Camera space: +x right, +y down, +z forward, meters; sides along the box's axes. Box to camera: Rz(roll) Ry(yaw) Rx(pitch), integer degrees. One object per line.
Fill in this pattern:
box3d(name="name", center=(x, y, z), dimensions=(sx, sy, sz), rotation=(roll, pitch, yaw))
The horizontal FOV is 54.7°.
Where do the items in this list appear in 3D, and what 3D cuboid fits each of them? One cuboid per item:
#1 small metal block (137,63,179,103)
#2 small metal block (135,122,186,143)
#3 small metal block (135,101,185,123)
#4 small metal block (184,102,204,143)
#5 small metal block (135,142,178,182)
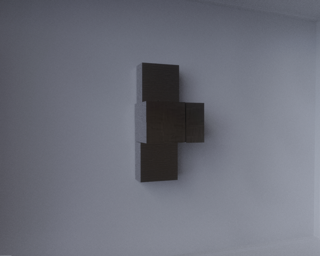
box3d(name="small metal block", center=(-0.003, -0.057, 0.407), dimensions=(0.050, 0.025, 0.050), rotation=(0, 90, -20))
box3d(name="small metal block", center=(-0.001, 0.005, 0.395), dimensions=(0.050, 0.050, 0.025), rotation=(0, 90, -20))
box3d(name="small metal block", center=(-0.001, -0.019, 0.395), dimensions=(0.050, 0.050, 0.025), rotation=(0, 90, -20))
box3d(name="small metal block", center=(0.035, -0.007, 0.408), dimensions=(0.025, 0.050, 0.050), rotation=(0, 90, -20))
box3d(name="small metal block", center=(-0.005, 0.043, 0.407), dimensions=(0.050, 0.025, 0.050), rotation=(0, 90, -20))
